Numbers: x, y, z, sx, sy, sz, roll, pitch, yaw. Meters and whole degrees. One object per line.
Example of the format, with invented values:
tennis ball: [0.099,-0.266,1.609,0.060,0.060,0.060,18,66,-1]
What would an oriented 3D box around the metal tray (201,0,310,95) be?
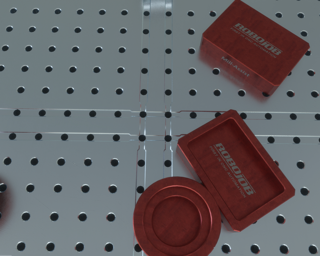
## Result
metal tray: [0.137,-0.120,0.455,0.130,0.030,0.090,38,74,12]

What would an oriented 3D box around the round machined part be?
round machined part: [0.019,0.109,0.363,0.099,0.042,0.098,0,70,0]

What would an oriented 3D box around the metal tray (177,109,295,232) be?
metal tray: [0.091,0.052,0.391,0.090,0.030,0.130,-29,73,-11]
